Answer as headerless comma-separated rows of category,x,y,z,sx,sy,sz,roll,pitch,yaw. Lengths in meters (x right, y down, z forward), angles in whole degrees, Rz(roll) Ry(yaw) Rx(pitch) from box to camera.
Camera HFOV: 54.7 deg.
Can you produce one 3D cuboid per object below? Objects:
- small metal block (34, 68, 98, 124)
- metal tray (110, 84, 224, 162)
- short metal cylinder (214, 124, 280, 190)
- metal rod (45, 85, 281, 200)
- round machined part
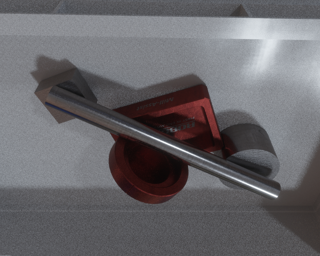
small metal block,-0.111,-0.038,0.373,0.050,0.025,0.050,-17,128,13
metal tray,0.009,0.003,0.406,0.130,0.030,0.090,-15,129,12
short metal cylinder,0.117,0.040,0.427,0.081,0.050,0.079,0,130,0
metal rod,0.014,0.023,0.373,0.302,0.025,0.025,24,126,-12
round machined part,-0.017,0.049,0.384,0.099,0.098,0.042,22,134,-18
